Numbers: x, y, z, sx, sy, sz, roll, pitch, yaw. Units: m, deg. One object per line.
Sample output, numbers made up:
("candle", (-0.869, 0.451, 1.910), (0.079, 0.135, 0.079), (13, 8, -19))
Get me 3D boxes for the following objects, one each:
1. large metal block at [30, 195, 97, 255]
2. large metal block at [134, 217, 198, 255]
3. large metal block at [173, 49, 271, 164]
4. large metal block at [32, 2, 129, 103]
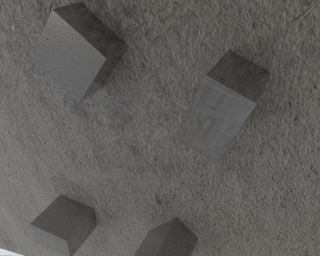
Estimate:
("large metal block", (-0.177, 0.181, 0.577), (0.080, 0.080, 0.050), (15, 125, 19))
("large metal block", (0.004, 0.200, 0.493), (0.050, 0.080, 0.080), (46, 129, -4))
("large metal block", (0.065, -0.024, 0.322), (0.050, 0.080, 0.079), (31, 129, 8))
("large metal block", (-0.100, -0.093, 0.386), (0.080, 0.050, 0.080), (42, 129, -1))
